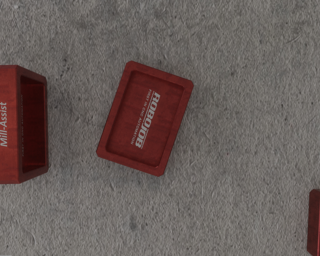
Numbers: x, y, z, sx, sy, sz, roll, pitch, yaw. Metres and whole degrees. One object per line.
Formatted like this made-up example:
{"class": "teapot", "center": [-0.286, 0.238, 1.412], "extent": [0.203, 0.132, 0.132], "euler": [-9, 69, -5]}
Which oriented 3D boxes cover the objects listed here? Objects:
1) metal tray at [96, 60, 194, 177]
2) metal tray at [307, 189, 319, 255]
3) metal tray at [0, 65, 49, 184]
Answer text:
{"class": "metal tray", "center": [-0.019, -0.012, 0.407], "extent": [0.090, 0.030, 0.129], "euler": [19, 90, 0]}
{"class": "metal tray", "center": [0.268, 0.131, 0.409], "extent": [0.131, 0.030, 0.089], "euler": [3, 90, 0]}
{"class": "metal tray", "center": [-0.167, -0.004, 0.376], "extent": [0.030, 0.090, 0.129], "euler": [-1, 90, 0]}
